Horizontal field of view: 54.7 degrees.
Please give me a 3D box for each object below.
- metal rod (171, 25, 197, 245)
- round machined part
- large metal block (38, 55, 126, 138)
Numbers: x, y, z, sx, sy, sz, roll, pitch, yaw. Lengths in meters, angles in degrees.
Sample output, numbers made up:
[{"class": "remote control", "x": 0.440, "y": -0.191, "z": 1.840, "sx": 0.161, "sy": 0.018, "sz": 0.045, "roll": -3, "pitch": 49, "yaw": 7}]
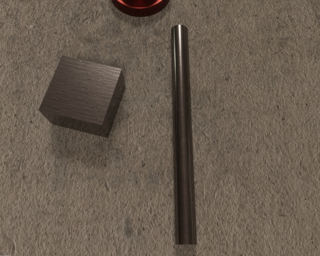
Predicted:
[{"class": "metal rod", "x": 0.030, "y": -0.005, "z": 0.410, "sx": 0.025, "sy": 0.025, "sz": 0.299, "roll": 0, "pitch": 70, "yaw": -1}, {"class": "round machined part", "x": -0.031, "y": -0.226, "z": 0.481, "sx": 0.099, "sy": 0.042, "sz": 0.098, "roll": 0, "pitch": 70, "yaw": -1}, {"class": "large metal block", "x": -0.098, "y": -0.040, "z": 0.408, "sx": 0.080, "sy": 0.050, "sz": 0.080, "roll": 14, "pitch": 71, "yaw": 4}]
